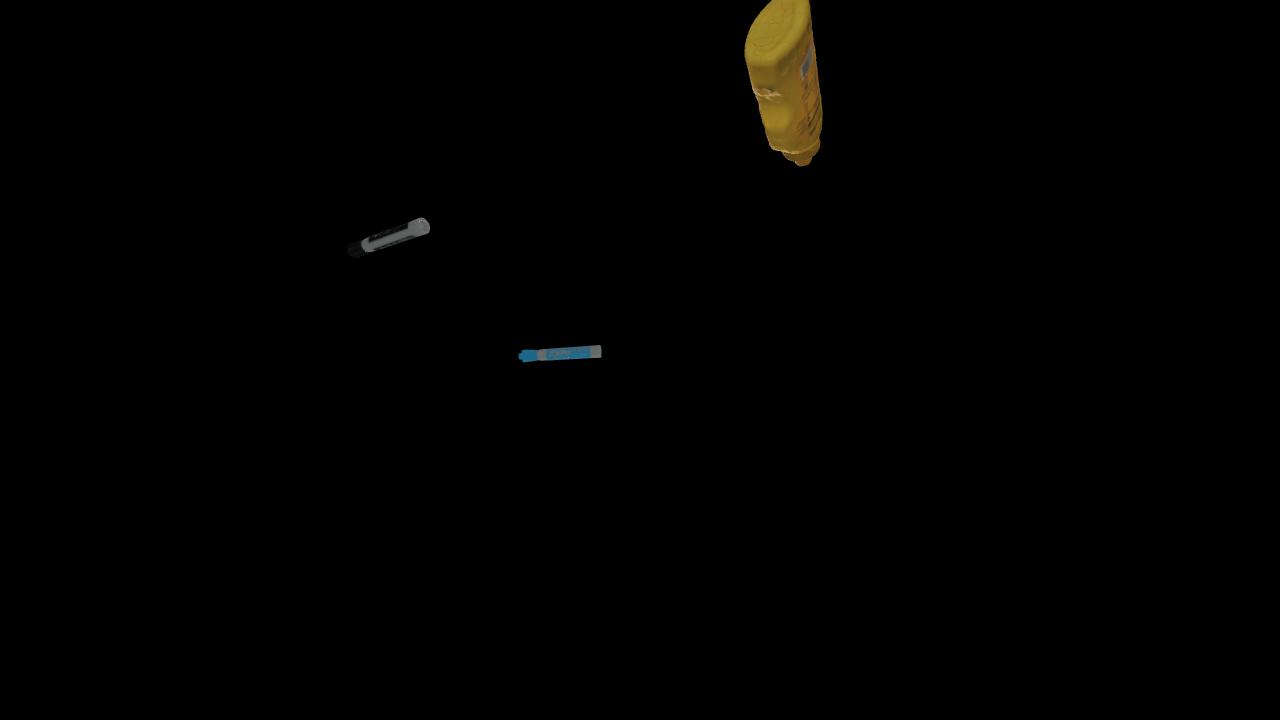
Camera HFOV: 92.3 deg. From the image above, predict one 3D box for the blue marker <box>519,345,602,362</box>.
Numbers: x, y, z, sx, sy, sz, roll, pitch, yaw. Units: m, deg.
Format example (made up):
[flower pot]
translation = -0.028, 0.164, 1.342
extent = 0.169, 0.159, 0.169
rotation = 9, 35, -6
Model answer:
[blue marker]
translation = -0.117, -0.009, 0.899
extent = 0.121, 0.020, 0.020
rotation = -4, 0, 3

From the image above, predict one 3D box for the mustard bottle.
[mustard bottle]
translation = 0.157, -0.267, 0.635
extent = 0.054, 0.092, 0.184
rotation = 10, -19, 27

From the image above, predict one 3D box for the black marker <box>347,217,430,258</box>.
[black marker]
translation = -0.293, -0.139, 0.708
extent = 0.121, 0.020, 0.020
rotation = -10, -5, 26
